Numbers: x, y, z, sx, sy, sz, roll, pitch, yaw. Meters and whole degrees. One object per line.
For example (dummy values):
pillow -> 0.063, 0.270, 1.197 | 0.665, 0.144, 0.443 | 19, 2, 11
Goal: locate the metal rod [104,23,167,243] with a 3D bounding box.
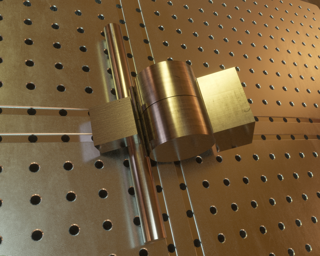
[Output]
metal rod -> -0.037, -0.013, 0.390 | 0.025, 0.025, 0.299 | 0, 62, -28

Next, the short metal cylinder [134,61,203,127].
short metal cylinder -> 0.011, -0.042, 0.399 | 0.081, 0.080, 0.050 | 0, 62, -28

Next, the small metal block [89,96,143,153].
small metal block -> -0.052, -0.004, 0.363 | 0.050, 0.025, 0.050 | -16, 64, 3

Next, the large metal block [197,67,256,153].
large metal block -> 0.089, -0.022, 0.420 | 0.050, 0.080, 0.080 | -16, 65, 6

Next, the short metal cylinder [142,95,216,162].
short metal cylinder -> 0.022, 0.003, 0.377 | 0.081, 0.080, 0.050 | 0, 62, -28
